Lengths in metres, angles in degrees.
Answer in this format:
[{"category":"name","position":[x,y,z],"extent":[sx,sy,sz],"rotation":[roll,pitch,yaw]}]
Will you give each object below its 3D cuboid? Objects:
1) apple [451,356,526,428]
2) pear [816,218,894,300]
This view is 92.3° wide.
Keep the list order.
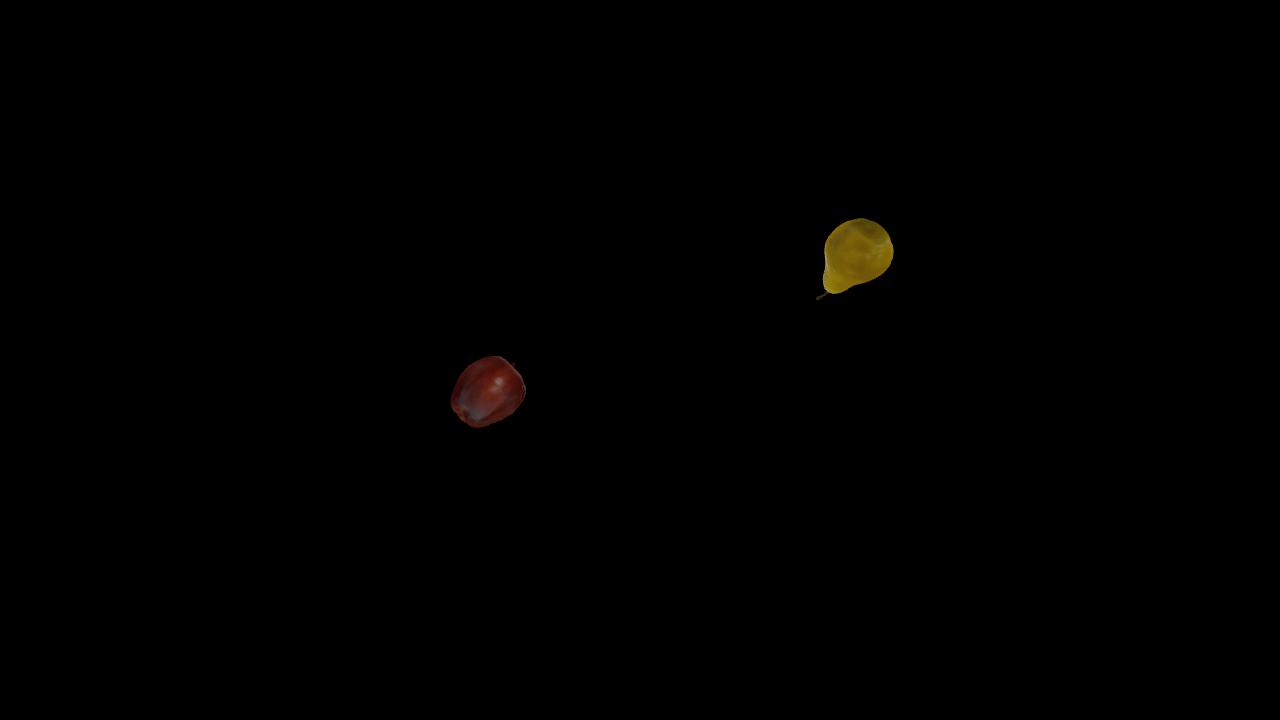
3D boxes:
[{"category":"apple","position":[-0.185,0.037,0.752],"extent":[0.093,0.079,0.079],"rotation":[-45,21,-23]},{"category":"pear","position":[0.250,-0.111,0.734],"extent":[0.080,0.080,0.111],"rotation":[0,-39,-11]}]
